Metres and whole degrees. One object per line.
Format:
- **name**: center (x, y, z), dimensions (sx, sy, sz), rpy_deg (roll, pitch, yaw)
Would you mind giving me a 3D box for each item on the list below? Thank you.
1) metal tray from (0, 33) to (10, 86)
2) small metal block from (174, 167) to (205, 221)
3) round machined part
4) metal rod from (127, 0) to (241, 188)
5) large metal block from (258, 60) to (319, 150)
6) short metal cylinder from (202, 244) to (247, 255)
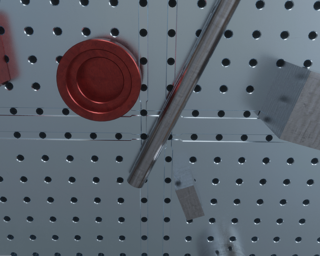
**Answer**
- **metal tray**: center (-0.261, -0.092, 0.374), dimensions (0.131, 0.030, 0.089), rpy_deg (-3, 110, 0)
- **small metal block**: center (0.040, 0.091, 0.434), dimensions (0.025, 0.050, 0.050), rpy_deg (-19, 109, 7)
- **round machined part**: center (-0.072, -0.061, 0.381), dimensions (0.099, 0.042, 0.097), rpy_deg (0, 110, 0)
- **metal rod**: center (0.029, -0.048, 0.395), dimensions (0.025, 0.025, 0.298), rpy_deg (24, 108, -9)
- **large metal block**: center (0.169, -0.031, 0.374), dimensions (0.050, 0.080, 0.079), rpy_deg (16, 109, -6)
- **short metal cylinder**: center (0.105, 0.232, 0.486), dimensions (0.081, 0.050, 0.079), rpy_deg (0, 110, 0)
